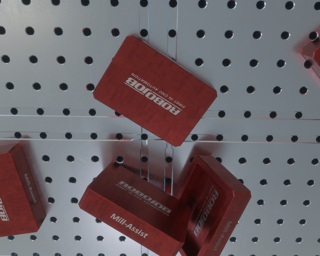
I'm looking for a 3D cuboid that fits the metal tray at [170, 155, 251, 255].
[{"bbox_3d":[0.058,0.113,0.418,0.030,0.090,0.129,9,112,-32],"label":"metal tray"}]

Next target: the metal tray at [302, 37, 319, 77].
[{"bbox_3d":[0.254,-0.075,0.384,0.090,0.030,0.130,-41,105,13],"label":"metal tray"}]

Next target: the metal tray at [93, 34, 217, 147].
[{"bbox_3d":[-0.006,-0.046,0.394,0.130,0.030,0.090,32,107,-11],"label":"metal tray"}]

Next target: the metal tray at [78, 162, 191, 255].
[{"bbox_3d":[-0.027,0.102,0.402,0.130,0.090,0.030,30,108,2],"label":"metal tray"}]

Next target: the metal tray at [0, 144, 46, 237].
[{"bbox_3d":[-0.229,0.093,0.443,0.090,0.030,0.129,-9,110,3],"label":"metal tray"}]
